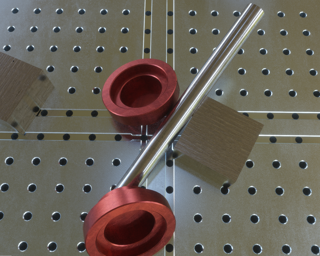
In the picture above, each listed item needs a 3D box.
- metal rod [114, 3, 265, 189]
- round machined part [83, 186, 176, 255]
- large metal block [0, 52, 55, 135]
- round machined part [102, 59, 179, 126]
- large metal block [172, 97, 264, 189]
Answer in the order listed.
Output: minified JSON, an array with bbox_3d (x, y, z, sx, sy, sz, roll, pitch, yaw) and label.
[{"bbox_3d":[0.029,-0.023,0.377,0.025,0.025,0.299,36,89,12],"label":"metal rod"},{"bbox_3d":[-0.036,0.103,0.345,0.099,0.097,0.042,-20,36,-7],"label":"round machined part"},{"bbox_3d":[-0.205,-0.049,0.415,0.080,0.050,0.080,23,72,8],"label":"large metal block"},{"bbox_3d":[-0.022,-0.042,0.407,0.098,0.042,0.098,-8,54,11],"label":"round machined part"},{"bbox_3d":[0.071,0.018,0.392,0.080,0.050,0.080,29,72,9],"label":"large metal block"}]
